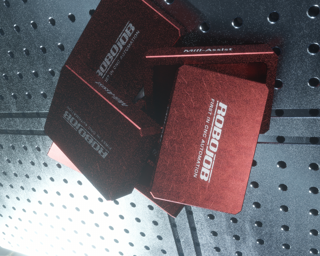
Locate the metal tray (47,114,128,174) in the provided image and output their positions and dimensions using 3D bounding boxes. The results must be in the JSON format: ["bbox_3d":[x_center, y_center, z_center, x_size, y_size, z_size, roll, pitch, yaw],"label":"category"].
[{"bbox_3d":[-0.105,0.026,0.451,0.090,0.030,0.129,31,142,-12],"label":"metal tray"}]

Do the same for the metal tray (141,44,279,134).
[{"bbox_3d":[0.050,-0.039,0.329,0.131,0.030,0.089,-1,120,6],"label":"metal tray"}]

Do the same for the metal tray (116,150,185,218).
[{"bbox_3d":[-0.010,0.063,0.396,0.090,0.130,0.030,36,87,3],"label":"metal tray"}]

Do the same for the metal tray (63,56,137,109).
[{"bbox_3d":[-0.089,-0.037,0.432,0.090,0.030,0.129,33,129,6],"label":"metal tray"}]

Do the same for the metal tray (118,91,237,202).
[{"bbox_3d":[0.025,0.013,0.365,0.130,0.090,0.030,38,130,3],"label":"metal tray"}]

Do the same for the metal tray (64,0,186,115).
[{"bbox_3d":[-0.045,-0.085,0.355,0.090,0.030,0.129,39,115,-1],"label":"metal tray"}]

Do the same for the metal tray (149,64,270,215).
[{"bbox_3d":[0.047,0.012,0.309,0.090,0.030,0.129,13,90,-4],"label":"metal tray"}]

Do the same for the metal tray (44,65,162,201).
[{"bbox_3d":[-0.068,0.002,0.331,0.130,0.030,0.089,39,118,27],"label":"metal tray"}]
